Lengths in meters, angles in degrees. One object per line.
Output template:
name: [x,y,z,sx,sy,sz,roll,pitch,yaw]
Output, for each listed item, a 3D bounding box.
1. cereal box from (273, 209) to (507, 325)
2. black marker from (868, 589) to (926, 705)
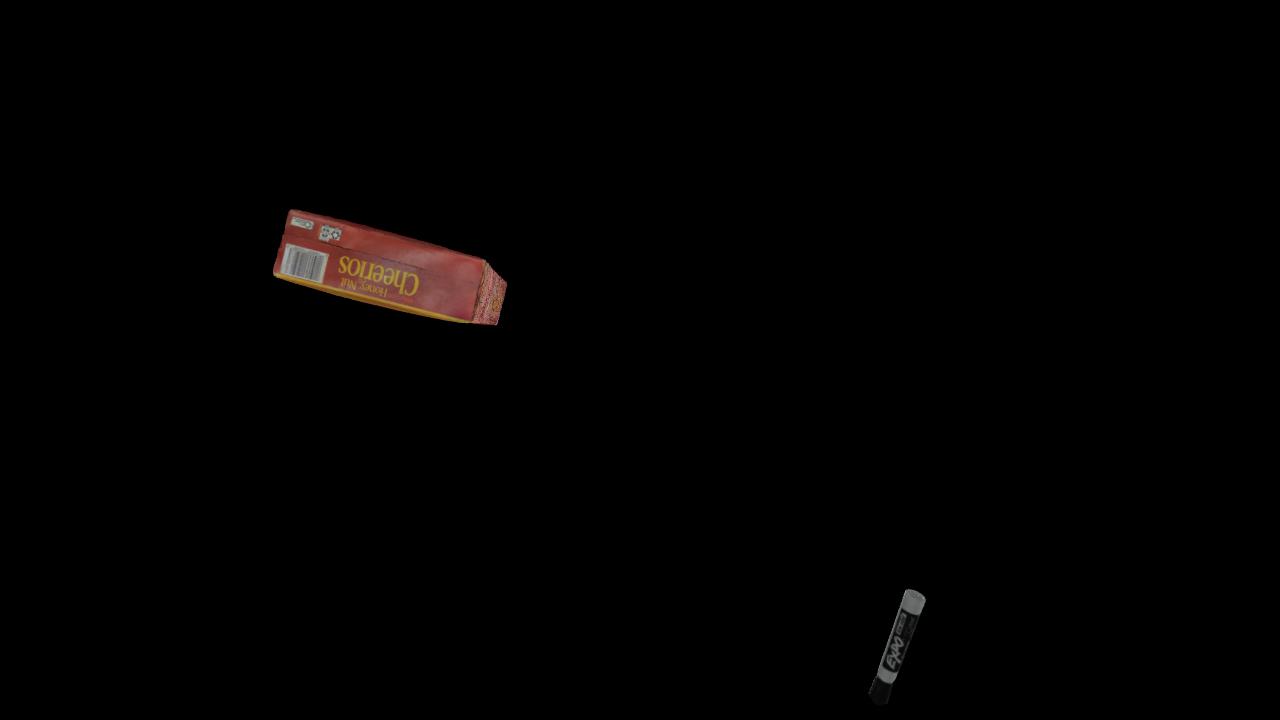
cereal box: [-0.282,-0.100,0.771,0.203,0.081,0.306,14,0,-9]
black marker: [0.244,0.276,0.587,0.020,0.121,0.020,12,13,-3]
